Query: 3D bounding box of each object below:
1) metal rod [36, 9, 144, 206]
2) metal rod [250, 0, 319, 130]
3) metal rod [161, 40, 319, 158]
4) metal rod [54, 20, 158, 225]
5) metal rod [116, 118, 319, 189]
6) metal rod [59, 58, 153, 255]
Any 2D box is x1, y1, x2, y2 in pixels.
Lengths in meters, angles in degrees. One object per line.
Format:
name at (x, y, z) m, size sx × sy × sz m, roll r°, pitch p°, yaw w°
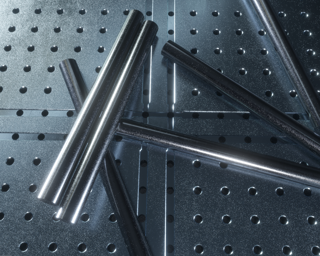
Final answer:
metal rod at (-0.079, -0.046, 0.405) m, size 0.025 × 0.025 × 0.300 m, roll 16°, pitch 62°, yaw 6°
metal rod at (0.175, -0.138, 0.462) m, size 0.025 × 0.025 × 0.299 m, roll -16°, pitch 71°, yaw -6°
metal rod at (0.129, -0.033, 0.424) m, size 0.300 × 0.025 × 0.025 m, roll 36°, pitch 74°, yaw 12°
metal rod at (-0.058, -0.026, 0.400) m, size 0.025 × 0.025 × 0.300 m, roll 16°, pitch 63°, yaw 6°
metal rod at (0.092, 0.035, 0.399) m, size 0.301 × 0.025 × 0.025 m, roll 14°, pitch 71°, yaw 5°
metal rod at (-0.072, 0.037, 0.397) m, size 0.025 × 0.025 × 0.299 m, roll -22°, pitch 72°, yaw -8°
